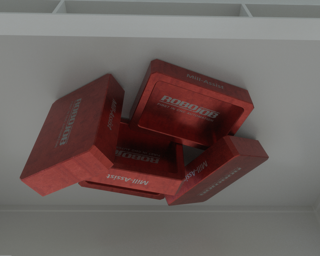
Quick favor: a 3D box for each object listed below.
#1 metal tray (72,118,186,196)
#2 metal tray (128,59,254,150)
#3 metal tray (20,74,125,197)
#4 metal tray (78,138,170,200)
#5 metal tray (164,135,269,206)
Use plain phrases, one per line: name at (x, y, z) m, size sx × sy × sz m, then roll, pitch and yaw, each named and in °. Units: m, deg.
metal tray at (-0.037, 0.030, 0.388) m, size 0.131 × 0.090 × 0.030 m, roll 12°, pitch 129°, yaw -11°
metal tray at (0.036, -0.022, 0.385) m, size 0.131 × 0.030 × 0.089 m, roll 16°, pitch 128°, yaw -14°
metal tray at (-0.089, 0.002, 0.337) m, size 0.090 × 0.130 × 0.030 m, roll -23°, pitch 127°, yaw 19°
metal tray at (-0.045, 0.057, 0.449) m, size 0.131 × 0.030 × 0.089 m, roll 12°, pitch 129°, yaw -11°
metal tray at (0.075, 0.062, 0.432) m, size 0.091 × 0.030 × 0.129 m, roll 9°, pitch 137°, yaw -46°
